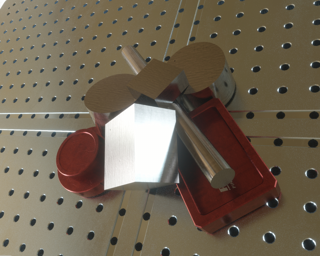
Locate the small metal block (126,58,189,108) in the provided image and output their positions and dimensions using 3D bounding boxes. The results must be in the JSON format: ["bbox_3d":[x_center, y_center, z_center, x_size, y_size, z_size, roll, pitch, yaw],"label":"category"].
[{"bbox_3d":[-0.003,-0.051,0.368,0.050,0.025,0.050,30,70,38],"label":"small metal block"}]

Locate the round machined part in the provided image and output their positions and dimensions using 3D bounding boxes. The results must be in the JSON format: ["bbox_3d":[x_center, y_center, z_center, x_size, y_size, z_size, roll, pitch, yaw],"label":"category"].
[{"bbox_3d":[-0.100,0.040,0.420,0.098,0.042,0.098,-13,56,21],"label":"round machined part"}]

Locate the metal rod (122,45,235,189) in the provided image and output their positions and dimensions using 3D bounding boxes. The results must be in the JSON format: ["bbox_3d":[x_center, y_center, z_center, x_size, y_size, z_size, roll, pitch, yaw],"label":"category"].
[{"bbox_3d":[0.004,-0.038,0.393,0.025,0.025,0.300,-37,42,4],"label":"metal rod"}]

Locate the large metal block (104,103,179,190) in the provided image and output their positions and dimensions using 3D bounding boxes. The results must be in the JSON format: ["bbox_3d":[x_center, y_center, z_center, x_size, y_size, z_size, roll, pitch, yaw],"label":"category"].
[{"bbox_3d":[-0.024,0.026,0.350,0.080,0.050,0.080,-27,60,55],"label":"large metal block"}]

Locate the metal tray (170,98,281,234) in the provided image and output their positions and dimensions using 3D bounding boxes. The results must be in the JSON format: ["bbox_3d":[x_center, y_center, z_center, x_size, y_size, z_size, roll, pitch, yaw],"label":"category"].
[{"bbox_3d":[0.058,0.037,0.347,0.090,0.030,0.130,-31,52,7],"label":"metal tray"}]

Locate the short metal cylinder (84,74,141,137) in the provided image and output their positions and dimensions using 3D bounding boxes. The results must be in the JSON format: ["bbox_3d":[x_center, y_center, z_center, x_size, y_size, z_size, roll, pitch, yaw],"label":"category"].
[{"bbox_3d":[-0.055,-0.029,0.420,0.080,0.050,0.080,-8,44,9],"label":"short metal cylinder"}]

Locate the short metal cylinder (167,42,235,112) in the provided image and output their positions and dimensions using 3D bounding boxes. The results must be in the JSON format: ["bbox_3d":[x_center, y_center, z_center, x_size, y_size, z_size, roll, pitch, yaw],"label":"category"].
[{"bbox_3d":[0.051,-0.063,0.400,0.080,0.050,0.080,-13,56,21],"label":"short metal cylinder"}]
